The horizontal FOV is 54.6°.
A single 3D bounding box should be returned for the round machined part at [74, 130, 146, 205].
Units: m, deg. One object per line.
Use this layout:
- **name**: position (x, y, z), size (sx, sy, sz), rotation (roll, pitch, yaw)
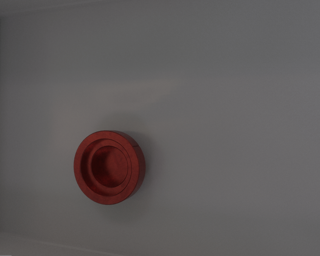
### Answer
- **round machined part**: position (-0.064, 0.052, 0.425), size (0.098, 0.042, 0.097), rotation (0, 90, 20)
